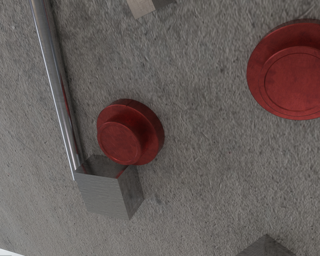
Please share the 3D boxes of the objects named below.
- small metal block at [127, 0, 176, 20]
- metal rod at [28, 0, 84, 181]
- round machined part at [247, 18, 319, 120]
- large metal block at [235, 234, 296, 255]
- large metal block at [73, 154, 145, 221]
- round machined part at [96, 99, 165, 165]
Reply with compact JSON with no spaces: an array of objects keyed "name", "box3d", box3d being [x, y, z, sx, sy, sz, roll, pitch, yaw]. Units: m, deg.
[{"name":"small metal block","box3d":[-0.014,-0.142,0.310,0.025,0.050,0.050,-13,112,34]},{"name":"metal rod","box3d":[-0.144,-0.045,0.454,0.025,0.025,0.298,11,123,22]},{"name":"round machined part","box3d":[0.132,-0.050,0.295,0.098,0.042,0.097,13,124,21]},{"name":"large metal block","box3d":[0.137,0.209,0.428,0.050,0.080,0.079,35,129,5]},{"name":"large metal block","box3d":[-0.079,0.092,0.489,0.080,0.050,0.079,3,120,26]},{"name":"round machined part","box3d":[-0.047,0.012,0.428,0.098,0.042,0.097,13,124,21]}]
